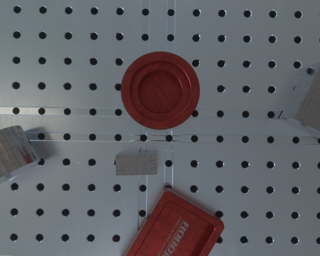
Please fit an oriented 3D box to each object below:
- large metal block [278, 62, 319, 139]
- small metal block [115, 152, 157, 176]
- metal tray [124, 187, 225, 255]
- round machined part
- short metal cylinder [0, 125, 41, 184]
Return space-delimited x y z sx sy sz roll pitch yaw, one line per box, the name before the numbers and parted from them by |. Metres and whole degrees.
large metal block | 0.218 -0.029 0.403 0.080 0.050 0.080 26 90 0
small metal block | -0.029 0.045 0.401 0.050 0.050 0.025 -1 90 0
metal tray | 0.013 0.157 0.411 0.090 0.030 0.130 31 90 0
round machined part | 0.000 -0.047 0.405 0.099 0.042 0.097 0 90 0
short metal cylinder | -0.199 0.038 0.384 0.080 0.080 0.050 -30 90 0
